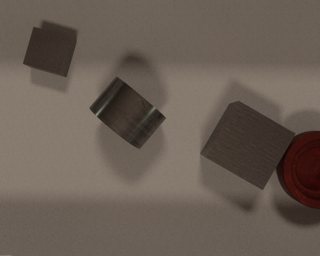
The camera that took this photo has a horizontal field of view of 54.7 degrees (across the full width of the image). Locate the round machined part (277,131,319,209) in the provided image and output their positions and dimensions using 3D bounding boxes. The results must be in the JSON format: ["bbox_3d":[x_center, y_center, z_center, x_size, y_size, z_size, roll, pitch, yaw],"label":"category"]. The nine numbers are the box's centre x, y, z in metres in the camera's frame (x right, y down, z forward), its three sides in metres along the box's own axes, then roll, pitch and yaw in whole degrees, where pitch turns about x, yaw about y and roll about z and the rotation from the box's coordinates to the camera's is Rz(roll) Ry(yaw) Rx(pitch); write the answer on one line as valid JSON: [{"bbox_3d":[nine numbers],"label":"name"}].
[{"bbox_3d":[0.201,0.052,0.406,0.099,0.042,0.097,0,90,-1],"label":"round machined part"}]

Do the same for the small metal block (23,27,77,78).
[{"bbox_3d":[-0.145,-0.099,0.409,0.050,0.025,0.050,16,90,-1],"label":"small metal block"}]

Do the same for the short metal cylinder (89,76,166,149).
[{"bbox_3d":[-0.039,-0.019,0.383,0.080,0.080,0.050,40,90,-1],"label":"short metal cylinder"}]

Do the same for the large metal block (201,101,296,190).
[{"bbox_3d":[0.110,0.021,0.400,0.080,0.050,0.080,30,90,-1],"label":"large metal block"}]
